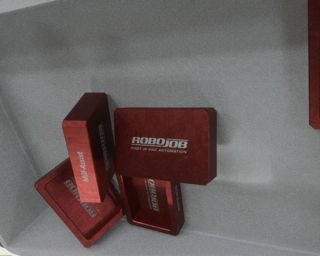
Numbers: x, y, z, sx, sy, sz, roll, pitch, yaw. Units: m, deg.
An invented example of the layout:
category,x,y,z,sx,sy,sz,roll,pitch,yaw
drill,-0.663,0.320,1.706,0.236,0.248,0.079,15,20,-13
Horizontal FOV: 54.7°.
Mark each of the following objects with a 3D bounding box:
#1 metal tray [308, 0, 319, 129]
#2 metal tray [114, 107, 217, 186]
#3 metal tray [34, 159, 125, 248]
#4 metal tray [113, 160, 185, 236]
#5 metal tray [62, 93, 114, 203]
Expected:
category,x,y,z,sx,sy,sz,roll,pitch,yaw
metal tray,0.181,-0.062,0.271,0.090,0.030,0.129,1,119,28
metal tray,0.005,0.019,0.394,0.130,0.030,0.089,2,97,27
metal tray,-0.124,0.112,0.499,0.130,0.090,0.030,56,155,-12
metal tray,-0.015,0.100,0.474,0.090,0.030,0.129,6,121,25
metal tray,-0.091,0.027,0.428,0.030,0.090,0.129,1,121,7
